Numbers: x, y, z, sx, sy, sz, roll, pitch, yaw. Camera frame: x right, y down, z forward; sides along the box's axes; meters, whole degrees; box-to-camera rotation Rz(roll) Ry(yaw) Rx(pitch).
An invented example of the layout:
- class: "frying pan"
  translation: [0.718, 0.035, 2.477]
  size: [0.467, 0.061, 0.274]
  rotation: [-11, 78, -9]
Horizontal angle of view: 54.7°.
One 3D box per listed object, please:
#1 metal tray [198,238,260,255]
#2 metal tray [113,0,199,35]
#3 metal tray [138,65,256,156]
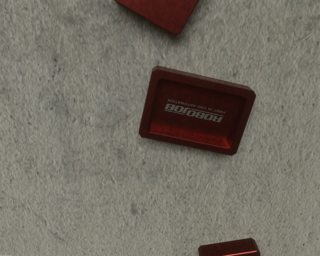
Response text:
- class: "metal tray"
  translation: [0.116, 0.244, 0.498]
  size: [0.091, 0.030, 0.129]
  rotation: [-10, 110, 3]
- class: "metal tray"
  translation: [0.013, -0.182, 0.340]
  size: [0.090, 0.030, 0.129]
  rotation: [27, 108, -10]
- class: "metal tray"
  translation: [0.045, -0.021, 0.399]
  size: [0.131, 0.030, 0.089]
  rotation: [12, 110, -5]
